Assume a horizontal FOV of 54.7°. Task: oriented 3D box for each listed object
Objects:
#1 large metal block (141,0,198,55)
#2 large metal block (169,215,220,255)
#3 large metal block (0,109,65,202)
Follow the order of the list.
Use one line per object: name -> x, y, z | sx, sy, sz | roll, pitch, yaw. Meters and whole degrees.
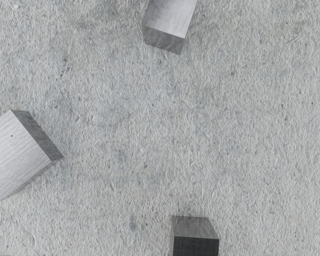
large metal block -> 0.016, -0.145, 0.382 | 0.050, 0.080, 0.080 | 18, 90, 0
large metal block -> 0.038, 0.161, 0.383 | 0.050, 0.080, 0.080 | 4, 90, 0
large metal block -> -0.186, 0.033, 0.396 | 0.080, 0.050, 0.080 | -38, 90, 0
